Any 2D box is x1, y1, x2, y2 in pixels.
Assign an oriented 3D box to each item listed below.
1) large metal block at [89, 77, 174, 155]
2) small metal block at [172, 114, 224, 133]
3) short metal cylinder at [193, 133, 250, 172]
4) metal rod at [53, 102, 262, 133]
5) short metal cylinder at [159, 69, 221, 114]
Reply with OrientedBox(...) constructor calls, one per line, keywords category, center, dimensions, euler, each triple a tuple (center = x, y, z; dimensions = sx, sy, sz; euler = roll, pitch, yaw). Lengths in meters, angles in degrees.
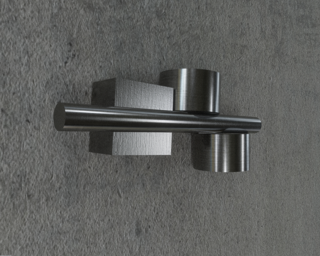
OrientedBox(category="large metal block", center=(-0.032, -0.010, 0.360), dimensions=(0.081, 0.050, 0.080), euler=(4, 88, -40))
OrientedBox(category="small metal block", center=(0.053, -0.005, 0.435), dimensions=(0.050, 0.050, 0.025), euler=(1, 89, -40))
OrientedBox(category="short metal cylinder", center=(0.088, 0.033, 0.446), dimensions=(0.081, 0.080, 0.050), euler=(0, 91, -40))
OrientedBox(category="metal rod", center=(0.027, -0.007, 0.365), dimensions=(0.302, 0.025, 0.025), euler=(1, 89, -41))
OrientedBox(category="short metal cylinder", center=(0.039, -0.045, 0.406), dimensions=(0.081, 0.080, 0.050), euler=(3, 89, -40))
